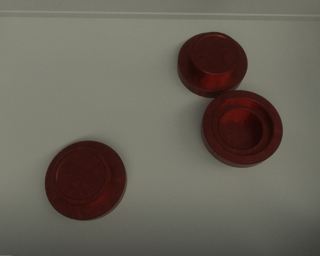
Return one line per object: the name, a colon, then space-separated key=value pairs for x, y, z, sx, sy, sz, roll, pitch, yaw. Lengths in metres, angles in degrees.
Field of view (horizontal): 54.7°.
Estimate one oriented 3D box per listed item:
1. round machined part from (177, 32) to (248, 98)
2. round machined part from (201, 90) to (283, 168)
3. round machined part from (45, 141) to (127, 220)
round machined part: x=0.074 y=-0.095 z=0.436 sx=0.099 sy=0.042 sz=0.098 roll=0 pitch=70 yaw=0
round machined part: x=0.102 y=0.004 z=0.400 sx=0.099 sy=0.042 sz=0.098 roll=0 pitch=70 yaw=0
round machined part: x=-0.091 y=0.061 z=0.377 sx=0.099 sy=0.042 sz=0.098 roll=0 pitch=70 yaw=0
